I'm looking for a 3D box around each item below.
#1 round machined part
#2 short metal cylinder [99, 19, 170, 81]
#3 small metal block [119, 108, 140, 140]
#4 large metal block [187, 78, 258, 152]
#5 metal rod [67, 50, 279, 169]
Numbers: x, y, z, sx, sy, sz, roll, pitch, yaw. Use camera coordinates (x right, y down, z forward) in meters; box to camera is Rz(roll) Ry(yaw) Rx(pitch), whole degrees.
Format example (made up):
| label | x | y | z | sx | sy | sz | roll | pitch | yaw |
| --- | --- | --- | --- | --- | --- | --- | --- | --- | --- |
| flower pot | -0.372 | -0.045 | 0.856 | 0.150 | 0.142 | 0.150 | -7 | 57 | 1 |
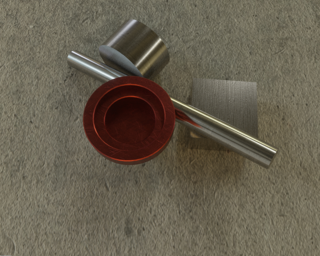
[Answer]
| label | x | y | z | sx | sy | sz | roll | pitch | yaw |
| --- | --- | --- | --- | --- | --- | --- | --- | --- | --- |
| round machined part | -0.033 | -0.006 | 0.350 | 0.099 | 0.042 | 0.098 | 0 | 71 | -1 |
| short metal cylinder | -0.034 | -0.097 | 0.415 | 0.080 | 0.080 | 0.050 | 36 | 74 | 12 |
| small metal block | -0.037 | -0.002 | 0.397 | 0.025 | 0.050 | 0.050 | -2 | 70 | -1 |
| large metal block | 0.079 | -0.015 | 0.403 | 0.081 | 0.050 | 0.080 | 4 | 70 | 1 |
| metal rod | -0.003 | -0.034 | 0.382 | 0.300 | 0.025 | 0.025 | 29 | 72 | 24 |
